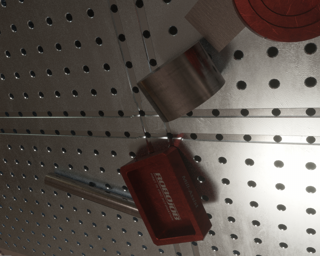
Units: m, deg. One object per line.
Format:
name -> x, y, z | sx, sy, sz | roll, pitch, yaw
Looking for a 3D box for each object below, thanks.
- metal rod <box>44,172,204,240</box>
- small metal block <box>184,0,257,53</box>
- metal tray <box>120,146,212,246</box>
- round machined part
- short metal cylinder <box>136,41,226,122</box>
metal rod -> -0.068, 0.127, 0.523 | 0.301, 0.025, 0.025 | 13, 124, 20
small metal block -> 0.062, -0.113, 0.308 | 0.050, 0.025, 0.050 | 45, 129, -3
metal tray -> 0.007, 0.100, 0.445 | 0.090, 0.030, 0.129 | -23, 93, 35
round machined part -> 0.108, -0.121, 0.255 | 0.098, 0.042, 0.097 | 3, 105, 11
short metal cylinder -> 0.022, -0.050, 0.332 | 0.080, 0.080, 0.050 | -27, 104, 37
